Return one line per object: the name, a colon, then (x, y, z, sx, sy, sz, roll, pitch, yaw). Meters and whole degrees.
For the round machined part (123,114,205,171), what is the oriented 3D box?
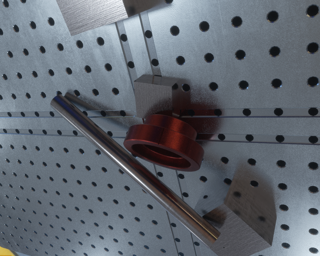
round machined part: (0.008, 0.017, 0.387, 0.098, 0.042, 0.098, 17, 160, 6)

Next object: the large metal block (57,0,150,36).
large metal block: (-0.068, -0.154, 0.336, 0.080, 0.050, 0.080, -6, 116, 31)

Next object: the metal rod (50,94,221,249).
metal rod: (-0.043, 0.051, 0.429, 0.300, 0.025, 0.025, 39, 130, 15)

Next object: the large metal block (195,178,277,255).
large metal block: (0.097, 0.129, 0.424, 0.080, 0.050, 0.080, 42, 129, -1)

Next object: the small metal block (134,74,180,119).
small metal block: (-0.003, -0.037, 0.390, 0.050, 0.025, 0.050, 11, 123, 22)
